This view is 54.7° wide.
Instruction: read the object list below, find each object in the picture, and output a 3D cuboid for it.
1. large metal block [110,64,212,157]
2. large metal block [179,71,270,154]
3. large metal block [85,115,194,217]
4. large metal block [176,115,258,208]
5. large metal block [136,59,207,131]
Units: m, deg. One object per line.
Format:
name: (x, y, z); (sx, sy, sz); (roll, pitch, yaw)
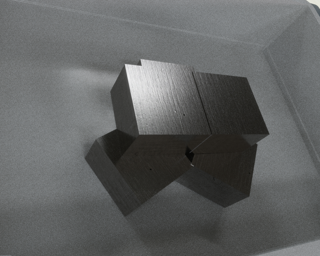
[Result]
large metal block: (-0.002, -0.017, 0.333); (0.081, 0.050, 0.080); (1, 62, -28)
large metal block: (0.070, -0.017, 0.369); (0.081, 0.050, 0.080); (1, 62, -28)
large metal block: (-0.024, 0.039, 0.351); (0.081, 0.050, 0.080); (-29, 78, -37)
large metal block: (0.072, 0.043, 0.399); (0.080, 0.050, 0.080); (30, 52, -9)
large metal block: (0.008, -0.041, 0.417); (0.081, 0.050, 0.080); (1, 61, -28)
